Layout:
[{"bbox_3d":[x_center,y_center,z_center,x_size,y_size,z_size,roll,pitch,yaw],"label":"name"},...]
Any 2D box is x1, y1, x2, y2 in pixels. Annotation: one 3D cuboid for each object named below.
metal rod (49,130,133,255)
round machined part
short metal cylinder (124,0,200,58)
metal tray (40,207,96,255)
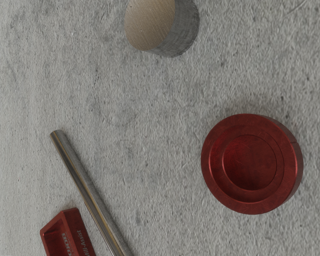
[{"bbox_3d":[-0.104,0.118,0.488,0.025,0.025,0.300,-52,60,27],"label":"metal rod"},{"bbox_3d":[0.094,0.034,0.315,0.098,0.042,0.097,0,90,39],"label":"round machined part"},{"bbox_3d":[0.002,-0.132,0.385,0.080,0.050,0.079,0,90,39],"label":"short metal cylinder"},{"bbox_3d":[-0.152,0.214,0.523,0.090,0.030,0.130,-42,65,31],"label":"metal tray"}]
